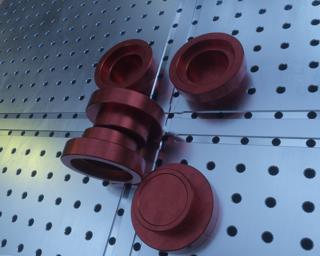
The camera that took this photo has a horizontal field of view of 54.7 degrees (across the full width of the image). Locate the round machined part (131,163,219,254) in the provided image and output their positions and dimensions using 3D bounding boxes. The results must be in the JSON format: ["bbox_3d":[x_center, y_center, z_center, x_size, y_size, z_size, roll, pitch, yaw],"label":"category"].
[{"bbox_3d":[0.011,0.083,0.340,0.098,0.042,0.098,-13,56,20],"label":"round machined part"}]

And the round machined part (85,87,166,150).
[{"bbox_3d":[-0.045,-0.006,0.387,0.098,0.098,0.042,-1,60,27],"label":"round machined part"}]

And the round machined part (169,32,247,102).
[{"bbox_3d":[0.065,-0.075,0.408,0.098,0.042,0.098,-13,56,20],"label":"round machined part"}]

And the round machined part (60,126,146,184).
[{"bbox_3d":[-0.065,0.032,0.374,0.098,0.098,0.042,-1,62,27],"label":"round machined part"}]

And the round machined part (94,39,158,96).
[{"bbox_3d":[-0.047,-0.084,0.472,0.098,0.042,0.098,-13,56,20],"label":"round machined part"}]
